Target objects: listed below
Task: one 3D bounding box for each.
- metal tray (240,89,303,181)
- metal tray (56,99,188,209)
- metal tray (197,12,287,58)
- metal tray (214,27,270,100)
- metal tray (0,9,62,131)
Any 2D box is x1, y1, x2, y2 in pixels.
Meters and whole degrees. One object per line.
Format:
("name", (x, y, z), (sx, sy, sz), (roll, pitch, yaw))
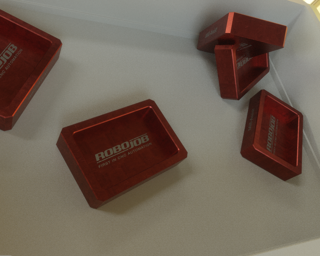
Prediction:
("metal tray", (0.183, 0.008, 0.498), (0.090, 0.030, 0.130), (30, 52, -10))
("metal tray", (-0.041, 0.024, 0.366), (0.131, 0.030, 0.090), (-23, 74, -37))
("metal tray", (0.122, -0.139, 0.487), (0.091, 0.130, 0.030), (9, 92, -13))
("metal tray", (0.141, -0.113, 0.516), (0.131, 0.030, 0.089), (-38, 126, -39))
("metal tray", (-0.180, -0.070, 0.348), (0.090, 0.030, 0.130), (26, 52, -13))
